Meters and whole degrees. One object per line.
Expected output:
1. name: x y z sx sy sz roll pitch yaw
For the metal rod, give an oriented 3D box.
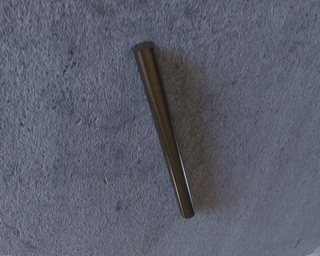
1. metal rod: 0.014 0.026 0.429 0.025 0.025 0.299 -25 128 -13
